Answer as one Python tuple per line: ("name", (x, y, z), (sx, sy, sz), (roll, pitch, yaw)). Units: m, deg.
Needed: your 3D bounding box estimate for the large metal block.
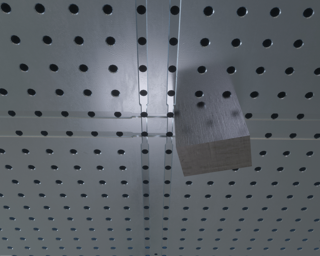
("large metal block", (0.063, 0.007, 0.382), (0.080, 0.080, 0.050), (-10, 129, 8))
